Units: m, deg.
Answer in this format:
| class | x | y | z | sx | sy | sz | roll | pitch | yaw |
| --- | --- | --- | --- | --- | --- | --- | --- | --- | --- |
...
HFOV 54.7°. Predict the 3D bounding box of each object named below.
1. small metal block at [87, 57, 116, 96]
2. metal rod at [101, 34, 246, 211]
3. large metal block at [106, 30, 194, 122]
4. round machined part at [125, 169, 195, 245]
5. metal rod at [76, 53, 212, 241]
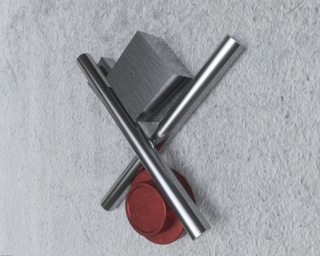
| class | x | y | z | sx | sy | sz | roll | pitch | yaw |
| --- | --- | --- | --- | --- | --- | --- | --- | --- | --- |
| small metal block | -0.078 | -0.071 | 0.470 | 0.050 | 0.025 | 0.050 | 50 | 119 | 28 |
| metal rod | 0.002 | 0.010 | 0.405 | 0.025 | 0.025 | 0.298 | 52 | 120 | 27 |
| large metal block | -0.014 | -0.064 | 0.401 | 0.080 | 0.050 | 0.080 | -49 | 61 | 28 |
| round machined part | -0.006 | 0.101 | 0.398 | 0.098 | 0.042 | 0.097 | 0 | 90 | 39 |
| metal rod | -0.034 | 0.006 | 0.399 | 0.025 | 0.025 | 0.300 | -51 | 61 | 28 |
